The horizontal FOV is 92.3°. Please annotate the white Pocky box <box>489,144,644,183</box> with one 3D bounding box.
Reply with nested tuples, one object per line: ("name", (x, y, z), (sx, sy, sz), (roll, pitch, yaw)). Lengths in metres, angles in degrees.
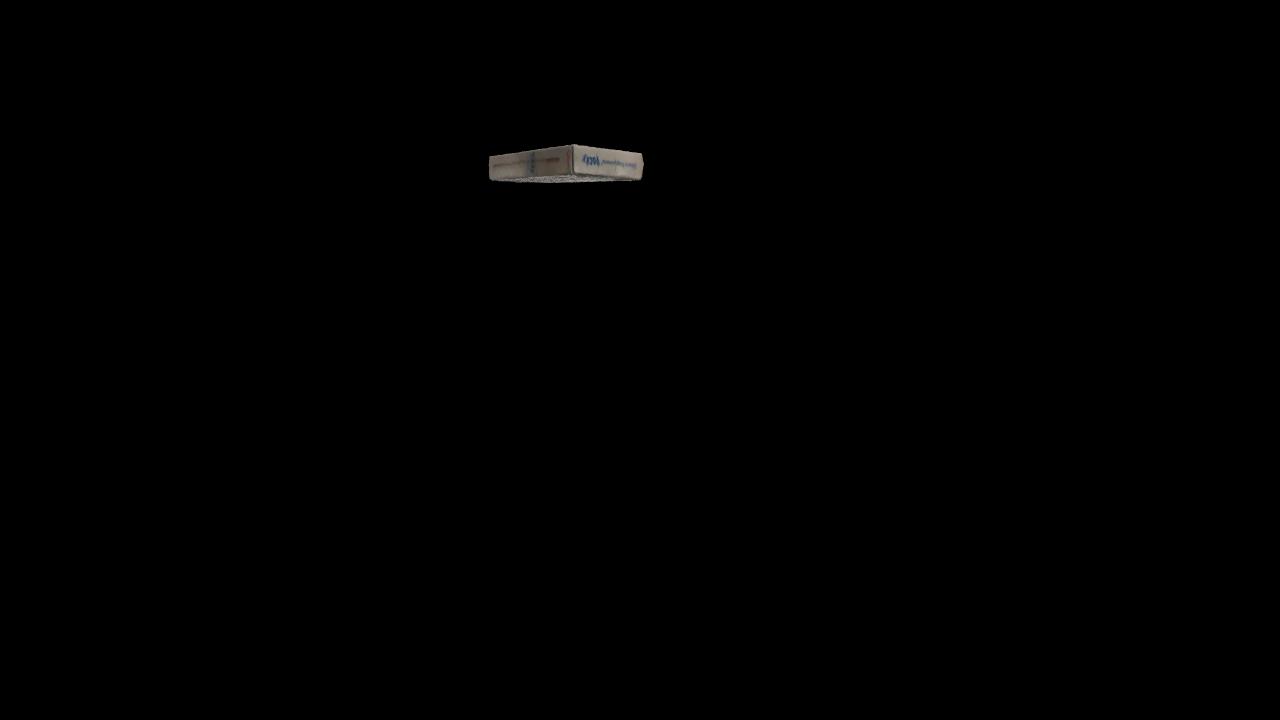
("white Pocky box", (-0.078, -0.192, 0.612), (0.084, 0.028, 0.154), (-10, 17, -40))
